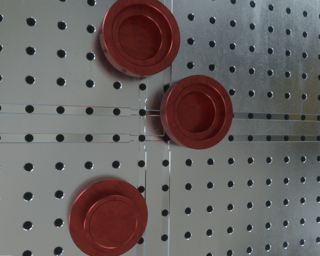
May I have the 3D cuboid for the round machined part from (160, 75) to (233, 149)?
[{"bbox_3d":[0.046,-0.021,0.422,0.099,0.042,0.097,0,90,-21],"label":"round machined part"}]

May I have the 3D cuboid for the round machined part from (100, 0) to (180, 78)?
[{"bbox_3d":[-0.027,-0.113,0.394,0.099,0.042,0.097,0,90,-21],"label":"round machined part"}]

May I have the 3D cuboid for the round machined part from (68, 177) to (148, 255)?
[{"bbox_3d":[-0.061,0.113,0.382,0.099,0.042,0.097,0,90,-21],"label":"round machined part"}]
